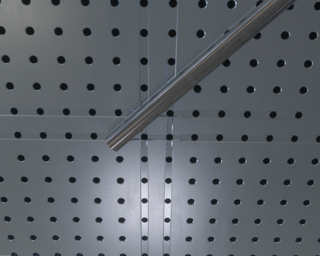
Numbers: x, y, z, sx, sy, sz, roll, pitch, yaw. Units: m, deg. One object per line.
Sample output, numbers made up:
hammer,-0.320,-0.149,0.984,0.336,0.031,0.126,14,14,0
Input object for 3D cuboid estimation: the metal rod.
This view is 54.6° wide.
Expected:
metal rod,0.047,-0.071,0.387,0.300,0.025,0.025,-40,106,13
